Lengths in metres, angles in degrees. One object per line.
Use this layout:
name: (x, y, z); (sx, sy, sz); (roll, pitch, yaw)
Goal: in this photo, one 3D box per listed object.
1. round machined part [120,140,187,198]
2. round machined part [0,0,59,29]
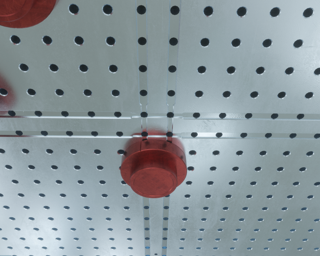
round machined part: (-0.009, 0.066, 0.457); (0.099, 0.042, 0.097); (0, 130, 0)
round machined part: (-0.144, -0.137, 0.282); (0.099, 0.042, 0.097); (0, 130, 0)
